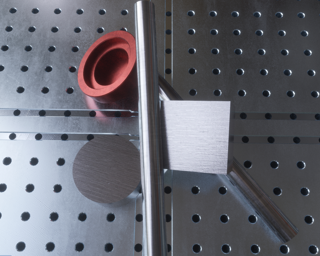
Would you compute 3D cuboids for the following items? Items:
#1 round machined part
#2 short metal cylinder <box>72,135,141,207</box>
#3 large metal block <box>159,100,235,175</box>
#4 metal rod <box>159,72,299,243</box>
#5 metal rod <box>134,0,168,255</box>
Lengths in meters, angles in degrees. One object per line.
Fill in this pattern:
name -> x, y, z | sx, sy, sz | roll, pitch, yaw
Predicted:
round machined part -> -0.059, -0.077, 0.416 | 0.098, 0.042, 0.098 | -13, 64, 27
short metal cylinder -> -0.060, 0.054, 0.378 | 0.081, 0.050, 0.080 | 0, 70, 0
large metal block -> 0.045, 0.010, 0.372 | 0.080, 0.050, 0.080 | 3, 88, 20
metal rod -> 0.062, 0.017, 0.406 | 0.025, 0.025, 0.300 | -36, 74, -12
metal rod -> -0.011, -0.001, 0.354 | 0.025, 0.025, 0.298 | -3, 81, -1
